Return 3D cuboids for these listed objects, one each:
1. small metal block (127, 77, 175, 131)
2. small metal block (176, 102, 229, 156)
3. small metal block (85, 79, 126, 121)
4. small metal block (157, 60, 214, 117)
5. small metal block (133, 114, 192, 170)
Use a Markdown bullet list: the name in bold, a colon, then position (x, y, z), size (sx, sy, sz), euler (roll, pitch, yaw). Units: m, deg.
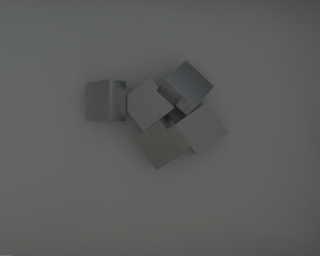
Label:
- **small metal block**: position (-0.017, -0.030, 0.409), size (0.050, 0.025, 0.050), euler (-38, 91, 0)
- **small metal block**: position (0.054, 0.001, 0.410), size (0.050, 0.025, 0.050), euler (-36, 90, 0)
- **small metal block**: position (-0.070, -0.034, 0.395), size (0.050, 0.025, 0.050), euler (0, 90, 43)
- **small metal block**: position (0.033, -0.051, 0.399), size (0.050, 0.025, 0.050), euler (43, 55, -1)
- **small metal block**: position (0.003, 0.018, 0.398), size (0.050, 0.025, 0.050), euler (-36, 90, 31)
